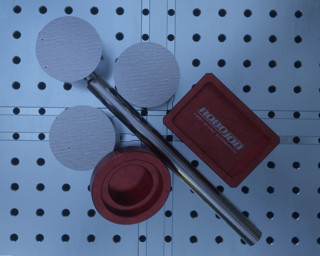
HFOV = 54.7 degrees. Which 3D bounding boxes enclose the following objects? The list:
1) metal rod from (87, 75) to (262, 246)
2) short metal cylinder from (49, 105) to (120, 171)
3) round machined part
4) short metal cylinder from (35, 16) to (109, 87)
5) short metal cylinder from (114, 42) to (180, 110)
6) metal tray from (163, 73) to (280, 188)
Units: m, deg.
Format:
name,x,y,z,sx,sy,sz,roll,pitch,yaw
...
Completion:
name,x,y,z,sx,sy,sz,roll,pitch,yaw
metal rod,0.019,0.043,0.414,0.300,0.025,0.025,44,90,0
short metal cylinder,-0.094,0.012,0.400,0.081,0.050,0.080,0,90,0
round machined part,-0.039,0.069,0.394,0.099,0.042,0.097,-5,107,-18
short metal cylinder,-0.110,-0.096,0.400,0.081,0.050,0.080,0,90,0
short metal cylinder,-0.016,-0.065,0.400,0.081,0.050,0.080,0,90,0
metal tray,0.079,0.003,0.410,0.130,0.030,0.090,44,90,0
